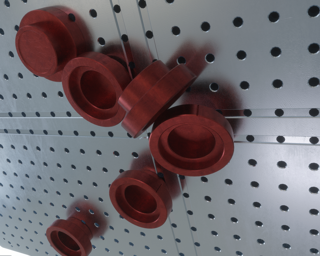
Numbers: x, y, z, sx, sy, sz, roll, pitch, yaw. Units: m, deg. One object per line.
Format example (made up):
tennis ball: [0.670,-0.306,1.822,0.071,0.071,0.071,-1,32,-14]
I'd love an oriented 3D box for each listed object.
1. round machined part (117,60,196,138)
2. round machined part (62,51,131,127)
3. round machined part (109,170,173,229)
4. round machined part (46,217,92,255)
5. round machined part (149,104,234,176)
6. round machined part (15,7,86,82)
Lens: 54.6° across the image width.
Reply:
round machined part: [-0.009,-0.037,0.346,0.042,0.098,0.098,45,129,2]
round machined part: [-0.075,-0.053,0.404,0.098,0.042,0.097,16,129,21]
round machined part: [-0.025,0.104,0.478,0.098,0.042,0.097,13,124,21]
round machined part: [-0.179,0.223,0.634,0.098,0.042,0.097,13,124,21]
round machined part: [0.039,0.010,0.375,0.098,0.042,0.097,5,130,6]
round machined part: [-0.152,-0.107,0.415,0.098,0.042,0.097,13,124,21]
